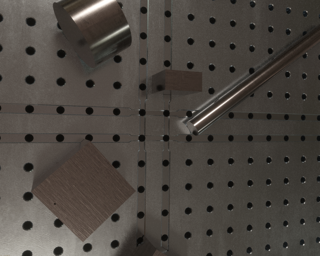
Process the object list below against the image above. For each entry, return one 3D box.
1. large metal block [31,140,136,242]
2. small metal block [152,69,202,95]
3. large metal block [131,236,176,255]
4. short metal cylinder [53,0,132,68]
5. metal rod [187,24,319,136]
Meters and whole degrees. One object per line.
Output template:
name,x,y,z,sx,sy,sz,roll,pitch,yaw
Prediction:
large metal block,-0.090,0.070,0.367,0.080,0.050,0.080,-43,104,-15
small metal block,0.021,-0.059,0.408,0.050,0.050,0.025,0,90,-20
large metal block,-0.005,0.202,0.399,0.080,0.050,0.080,39,78,-16
short metal cylinder,-0.077,-0.116,0.355,0.050,0.080,0.080,-36,102,-17
metal rod,0.162,-0.083,0.474,0.301,0.025,0.025,-36,102,-17
